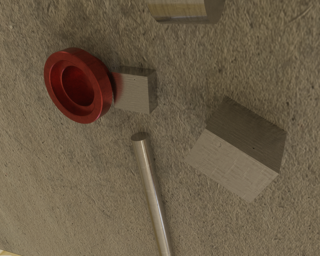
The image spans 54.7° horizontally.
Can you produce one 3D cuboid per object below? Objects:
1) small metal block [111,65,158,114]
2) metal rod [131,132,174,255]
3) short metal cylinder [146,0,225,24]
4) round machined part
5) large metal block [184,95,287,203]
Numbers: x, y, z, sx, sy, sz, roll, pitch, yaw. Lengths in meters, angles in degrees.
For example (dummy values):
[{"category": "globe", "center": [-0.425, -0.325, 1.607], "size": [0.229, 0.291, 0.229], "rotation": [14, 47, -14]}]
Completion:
[{"category": "small metal block", "center": [-0.032, -0.049, 0.392], "size": [0.050, 0.025, 0.050], "rotation": [11, 123, 21]}, {"category": "metal rod", "center": [-0.003, 0.142, 0.494], "size": [0.025, 0.025, 0.298], "rotation": [4, 120, 26]}, {"category": "short metal cylinder", "center": [0.026, -0.134, 0.274], "size": [0.050, 0.080, 0.079], "rotation": [9, 122, 23]}, {"category": "round machined part", "center": [-0.101, -0.058, 0.407], "size": [0.098, 0.042, 0.097], "rotation": [17, 125, 26]}, {"category": "large metal block", "center": [0.084, 0.020, 0.338], "size": [0.080, 0.080, 0.050], "rotation": [32, 128, 7]}]
